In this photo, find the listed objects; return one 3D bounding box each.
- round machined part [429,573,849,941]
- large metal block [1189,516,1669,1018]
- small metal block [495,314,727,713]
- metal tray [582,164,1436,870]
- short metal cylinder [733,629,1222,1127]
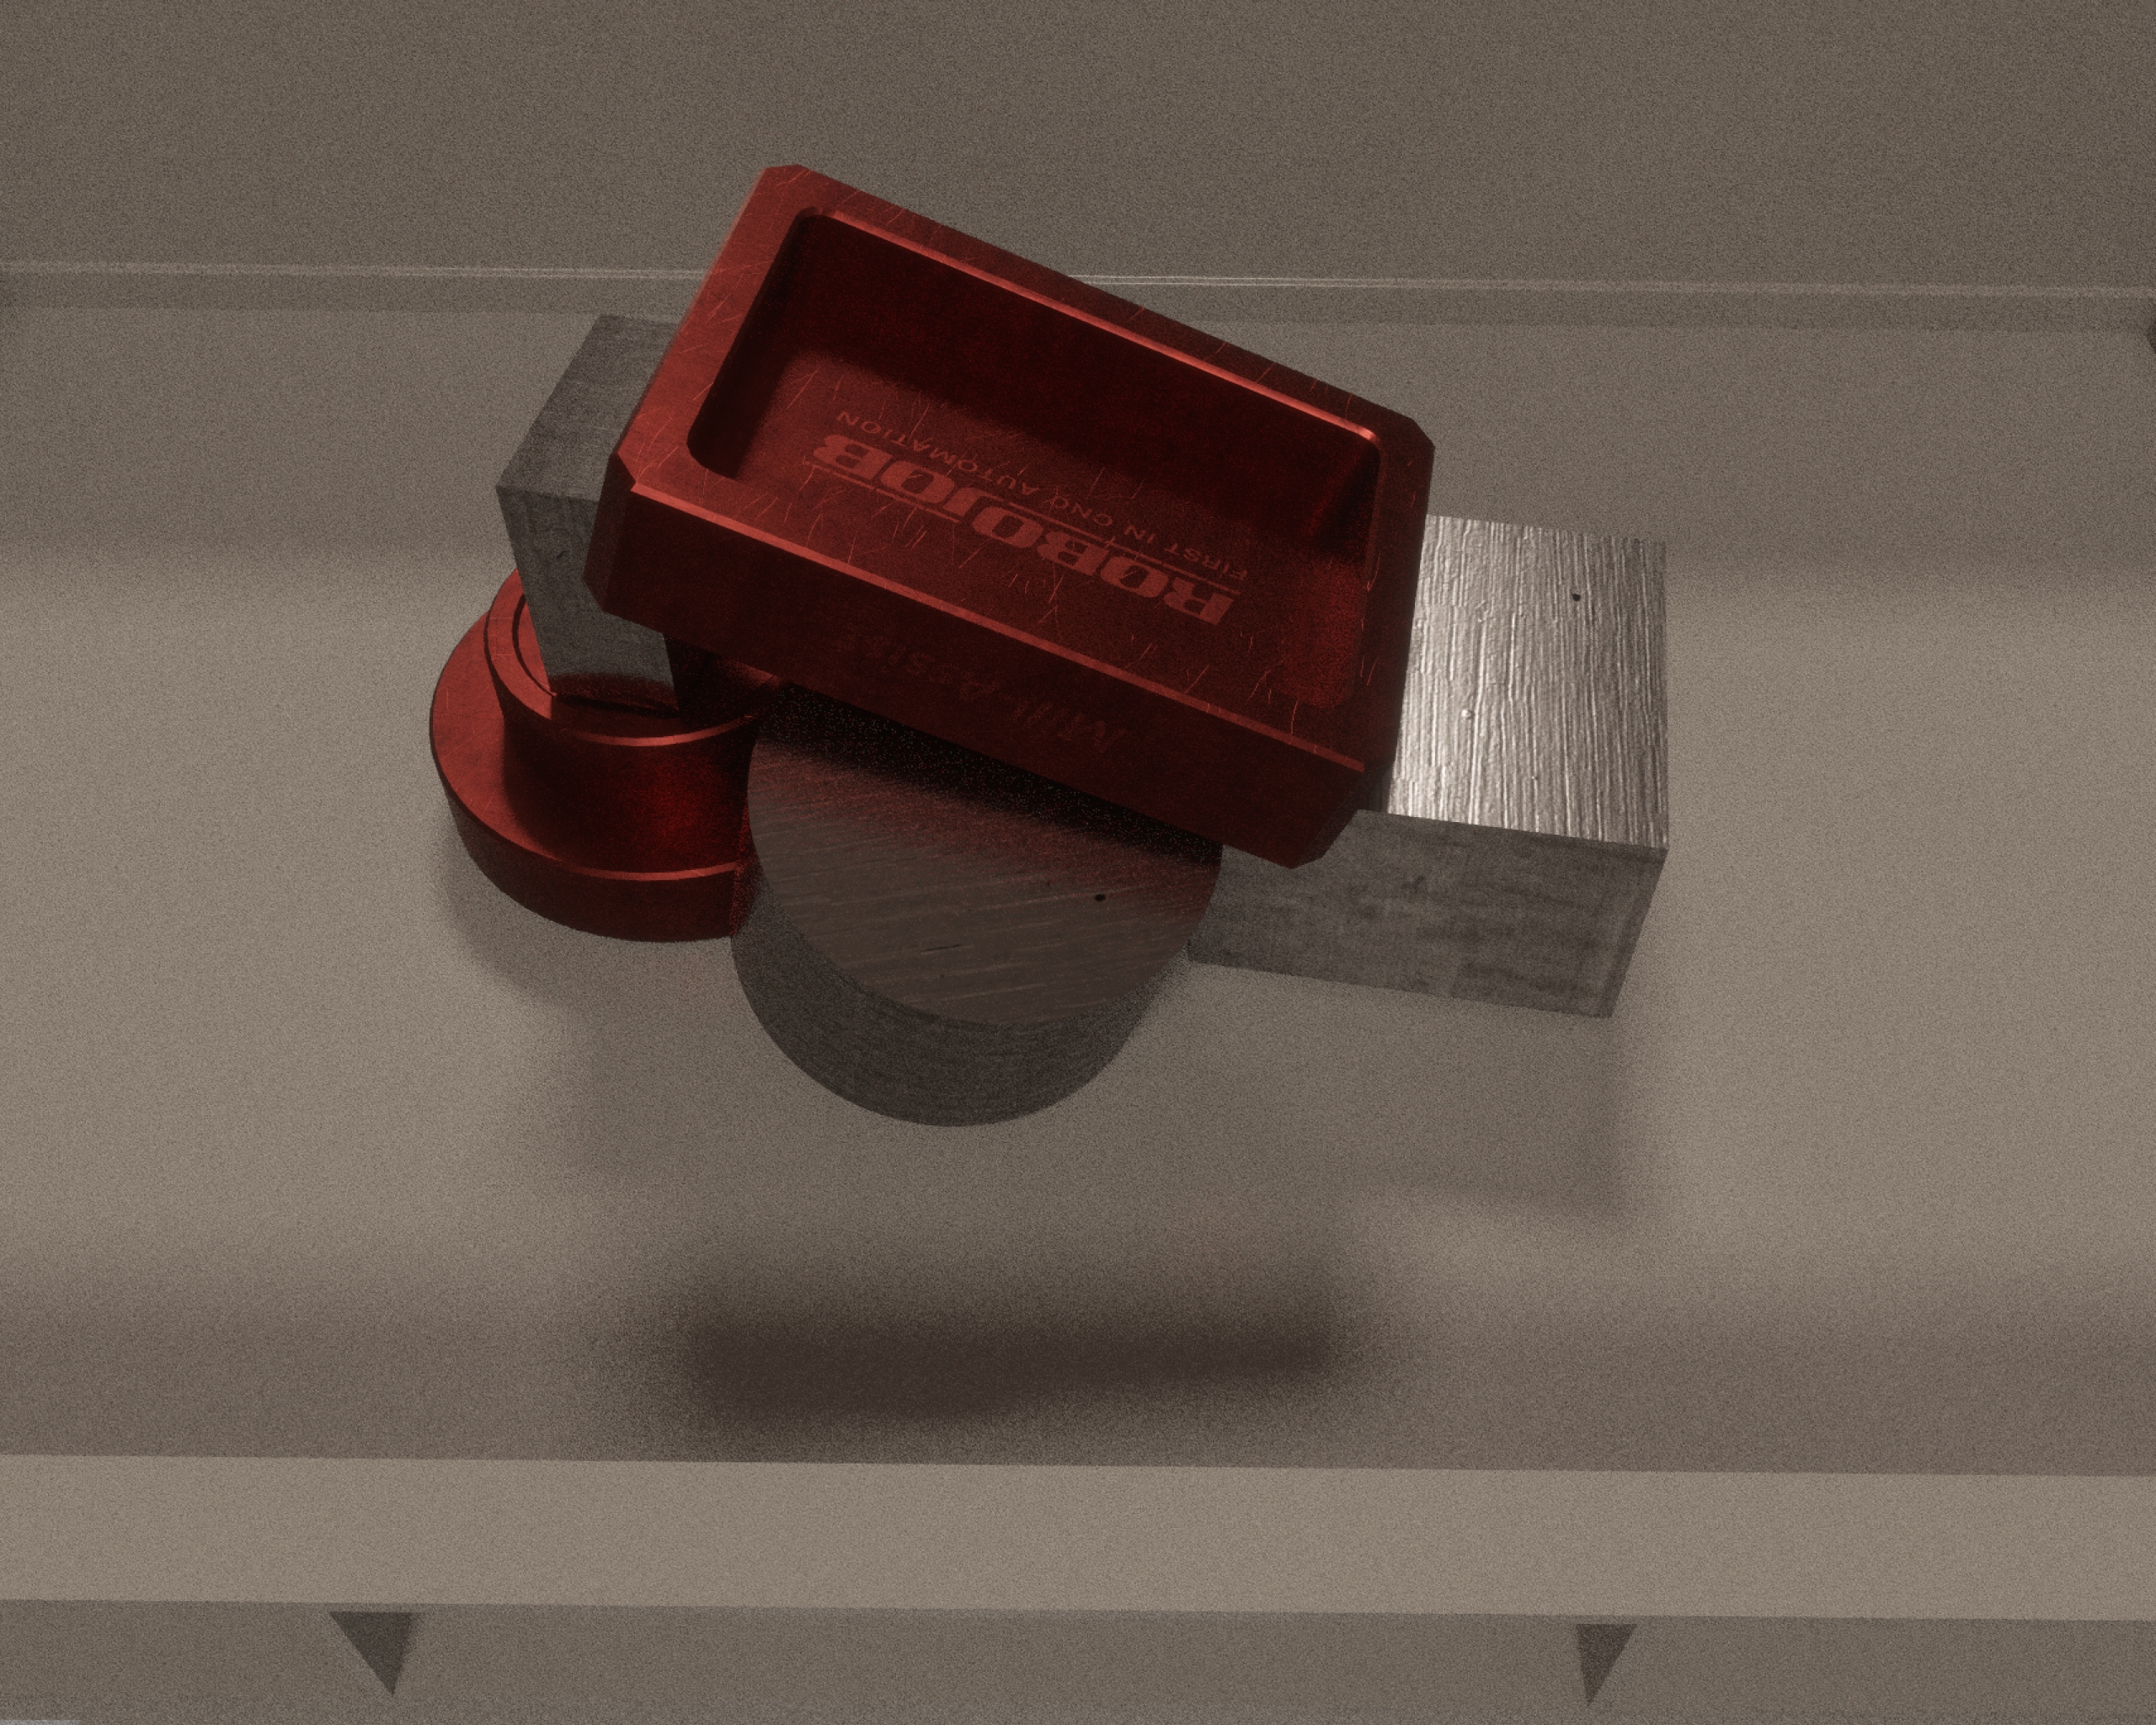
[{"bbox_3d":[-0.081,-0.035,0.420,0.099,0.042,0.098,0,50,0],"label":"round machined part"},{"bbox_3d":[0.068,-0.022,0.404,0.080,0.050,0.080,8,50,6],"label":"large metal block"},{"bbox_3d":[-0.081,-0.064,0.385,0.025,0.050,0.050,10,51,8],"label":"small metal block"},{"bbox_3d":[-0.007,-0.061,0.359,0.131,0.030,0.090,20,50,-8],"label":"metal tray"},{"bbox_3d":[-0.020,0.001,0.371,0.081,0.050,0.080,6,63,-11],"label":"short metal cylinder"}]
